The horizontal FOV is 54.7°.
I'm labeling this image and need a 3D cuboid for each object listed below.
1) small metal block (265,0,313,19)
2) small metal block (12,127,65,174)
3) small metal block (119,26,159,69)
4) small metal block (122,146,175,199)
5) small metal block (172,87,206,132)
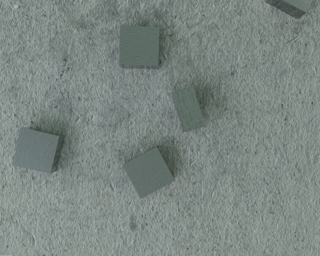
[{"bbox_3d":[0.178,-0.182,0.411,0.050,0.025,0.050,28,90,0],"label":"small metal block"},{"bbox_3d":[-0.159,0.029,0.409,0.050,0.025,0.050,13,90,0],"label":"small metal block"},{"bbox_3d":[-0.027,-0.106,0.410,0.050,0.025,0.050,2,90,0],"label":"small metal block"},{"bbox_3d":[-0.014,0.058,0.410,0.050,0.025,0.050,-28,90,0],"label":"small metal block"},{"bbox_3d":[0.036,-0.022,0.398,0.025,0.050,0.050,-18,90,0],"label":"small metal block"}]
